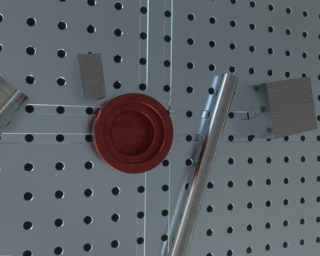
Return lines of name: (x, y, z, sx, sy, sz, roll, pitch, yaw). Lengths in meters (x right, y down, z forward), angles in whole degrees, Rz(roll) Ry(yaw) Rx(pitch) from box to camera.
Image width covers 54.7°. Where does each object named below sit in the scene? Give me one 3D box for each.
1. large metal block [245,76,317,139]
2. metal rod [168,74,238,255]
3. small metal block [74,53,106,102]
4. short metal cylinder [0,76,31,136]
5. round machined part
large metal block: (0.182, -0.031, 0.469, 0.081, 0.050, 0.079, -11, 94, -20)
metal rod: (0.057, 0.067, 0.435, 0.025, 0.025, 0.299, 20, 83, -19)
small metal block: (-0.084, -0.058, 0.369, 0.025, 0.050, 0.050, -8, 93, -20)
short metal cylinder: (-0.183, -0.034, 0.316, 0.080, 0.080, 0.050, 39, 78, -16)
round machined part: (-0.036, 0.006, 0.391, 0.099, 0.042, 0.097, 0, 90, -21)
